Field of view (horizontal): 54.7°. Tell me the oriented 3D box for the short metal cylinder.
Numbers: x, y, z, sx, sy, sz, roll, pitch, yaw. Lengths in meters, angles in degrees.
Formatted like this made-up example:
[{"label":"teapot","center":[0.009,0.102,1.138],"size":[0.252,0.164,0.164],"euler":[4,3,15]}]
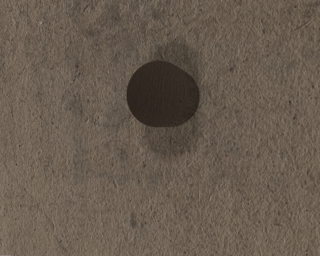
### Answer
[{"label":"short metal cylinder","center":[0.005,-0.041,0.393],"size":[0.080,0.050,0.079],"euler":[0,90,19]}]
